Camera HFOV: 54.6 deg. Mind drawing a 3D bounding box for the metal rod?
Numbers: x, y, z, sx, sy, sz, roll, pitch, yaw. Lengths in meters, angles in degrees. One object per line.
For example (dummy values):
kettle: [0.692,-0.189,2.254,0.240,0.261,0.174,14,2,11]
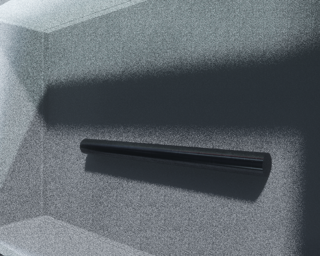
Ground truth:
metal rod: [-0.006,0.034,0.412,0.300,0.025,0.025,2,91,40]
